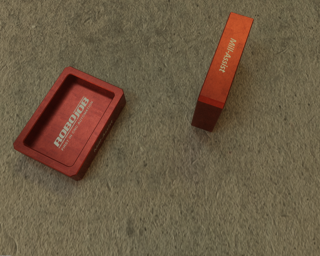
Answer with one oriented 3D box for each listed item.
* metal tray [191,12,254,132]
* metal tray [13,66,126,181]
[{"bbox_3d":[0.079,-0.069,0.399,0.030,0.090,0.130,20,71,7],"label":"metal tray"},{"bbox_3d":[-0.114,-0.008,0.407,0.090,0.030,0.130,25,72,8],"label":"metal tray"}]
